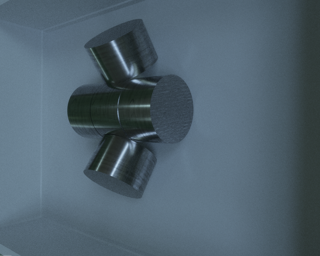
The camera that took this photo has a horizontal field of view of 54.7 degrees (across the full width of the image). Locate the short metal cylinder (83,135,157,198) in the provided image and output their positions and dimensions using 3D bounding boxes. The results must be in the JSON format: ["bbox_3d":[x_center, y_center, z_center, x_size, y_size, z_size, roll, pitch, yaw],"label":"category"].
[{"bbox_3d":[-0.051,0.051,0.401,0.080,0.080,0.050,0,56,40],"label":"short metal cylinder"}]

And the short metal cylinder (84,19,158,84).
[{"bbox_3d":[-0.049,-0.099,0.400,0.080,0.080,0.050,3,129,40],"label":"short metal cylinder"}]

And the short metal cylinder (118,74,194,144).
[{"bbox_3d":[-0.003,-0.022,0.372,0.050,0.081,0.079,2,91,40],"label":"short metal cylinder"}]

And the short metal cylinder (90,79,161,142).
[{"bbox_3d":[-0.042,-0.023,0.404,0.050,0.081,0.079,2,91,40],"label":"short metal cylinder"}]

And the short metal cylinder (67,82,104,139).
[{"bbox_3d":[-0.081,-0.024,0.436,0.050,0.081,0.079,2,91,40],"label":"short metal cylinder"}]
